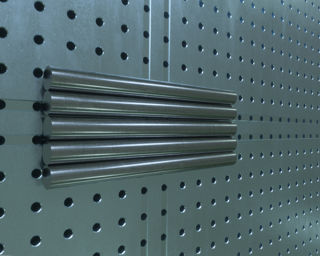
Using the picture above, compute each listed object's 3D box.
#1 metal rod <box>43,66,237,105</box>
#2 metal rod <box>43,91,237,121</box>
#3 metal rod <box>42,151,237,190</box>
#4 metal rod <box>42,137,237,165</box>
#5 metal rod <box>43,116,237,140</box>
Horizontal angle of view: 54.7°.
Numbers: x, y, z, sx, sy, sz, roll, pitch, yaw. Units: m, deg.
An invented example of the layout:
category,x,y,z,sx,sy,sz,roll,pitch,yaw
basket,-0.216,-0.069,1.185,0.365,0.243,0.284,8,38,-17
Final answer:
category,x,y,z,sx,sy,sz,roll,pitch,yaw
metal rod,0.001,-0.050,0.412,0.302,0.025,0.025,0,90,-40
metal rod,0.001,-0.025,0.412,0.302,0.025,0.025,0,90,-40
metal rod,0.000,0.050,0.411,0.302,0.025,0.025,0,90,-40
metal rod,0.001,0.026,0.411,0.302,0.025,0.025,0,90,-40
metal rod,0.001,0.001,0.412,0.302,0.025,0.025,0,90,-40
